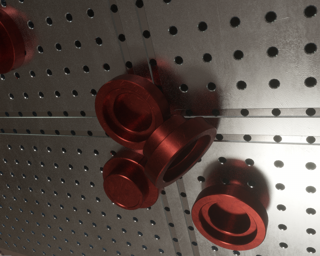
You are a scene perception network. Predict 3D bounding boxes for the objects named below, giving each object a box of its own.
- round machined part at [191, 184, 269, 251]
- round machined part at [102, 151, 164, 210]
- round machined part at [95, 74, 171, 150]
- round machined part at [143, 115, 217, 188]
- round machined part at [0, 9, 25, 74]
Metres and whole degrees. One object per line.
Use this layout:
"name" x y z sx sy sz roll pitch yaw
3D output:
"round machined part" 0.096 0.115 0.420 0.098 0.042 0.097 13 124 20
"round machined part" -0.047 0.087 0.477 0.098 0.042 0.097 13 124 20
"round machined part" -0.031 -0.024 0.400 0.098 0.042 0.097 13 124 20
"round machined part" 0.018 0.023 0.372 0.042 0.099 0.097 45 132 22
"round machined part" -0.252 -0.125 0.453 0.098 0.042 0.097 13 124 20
